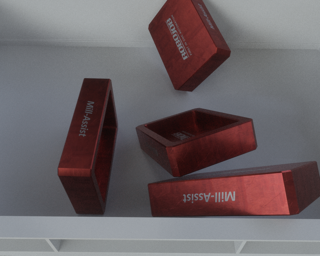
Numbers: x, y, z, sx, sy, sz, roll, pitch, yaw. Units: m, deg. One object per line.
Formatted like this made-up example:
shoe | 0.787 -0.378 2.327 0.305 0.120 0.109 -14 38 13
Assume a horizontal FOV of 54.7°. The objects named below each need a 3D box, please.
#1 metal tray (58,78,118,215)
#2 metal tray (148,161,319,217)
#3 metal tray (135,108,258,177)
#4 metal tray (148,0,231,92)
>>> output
metal tray | -0.074 0.018 0.346 0.030 0.089 0.130 2 50 1
metal tray | 0.066 0.055 0.280 0.130 0.091 0.030 -13 82 37
metal tray | 0.032 0.009 0.345 0.091 0.030 0.130 -17 13 -15
metal tray | 0.037 -0.130 0.451 0.030 0.090 0.130 0 59 -41
